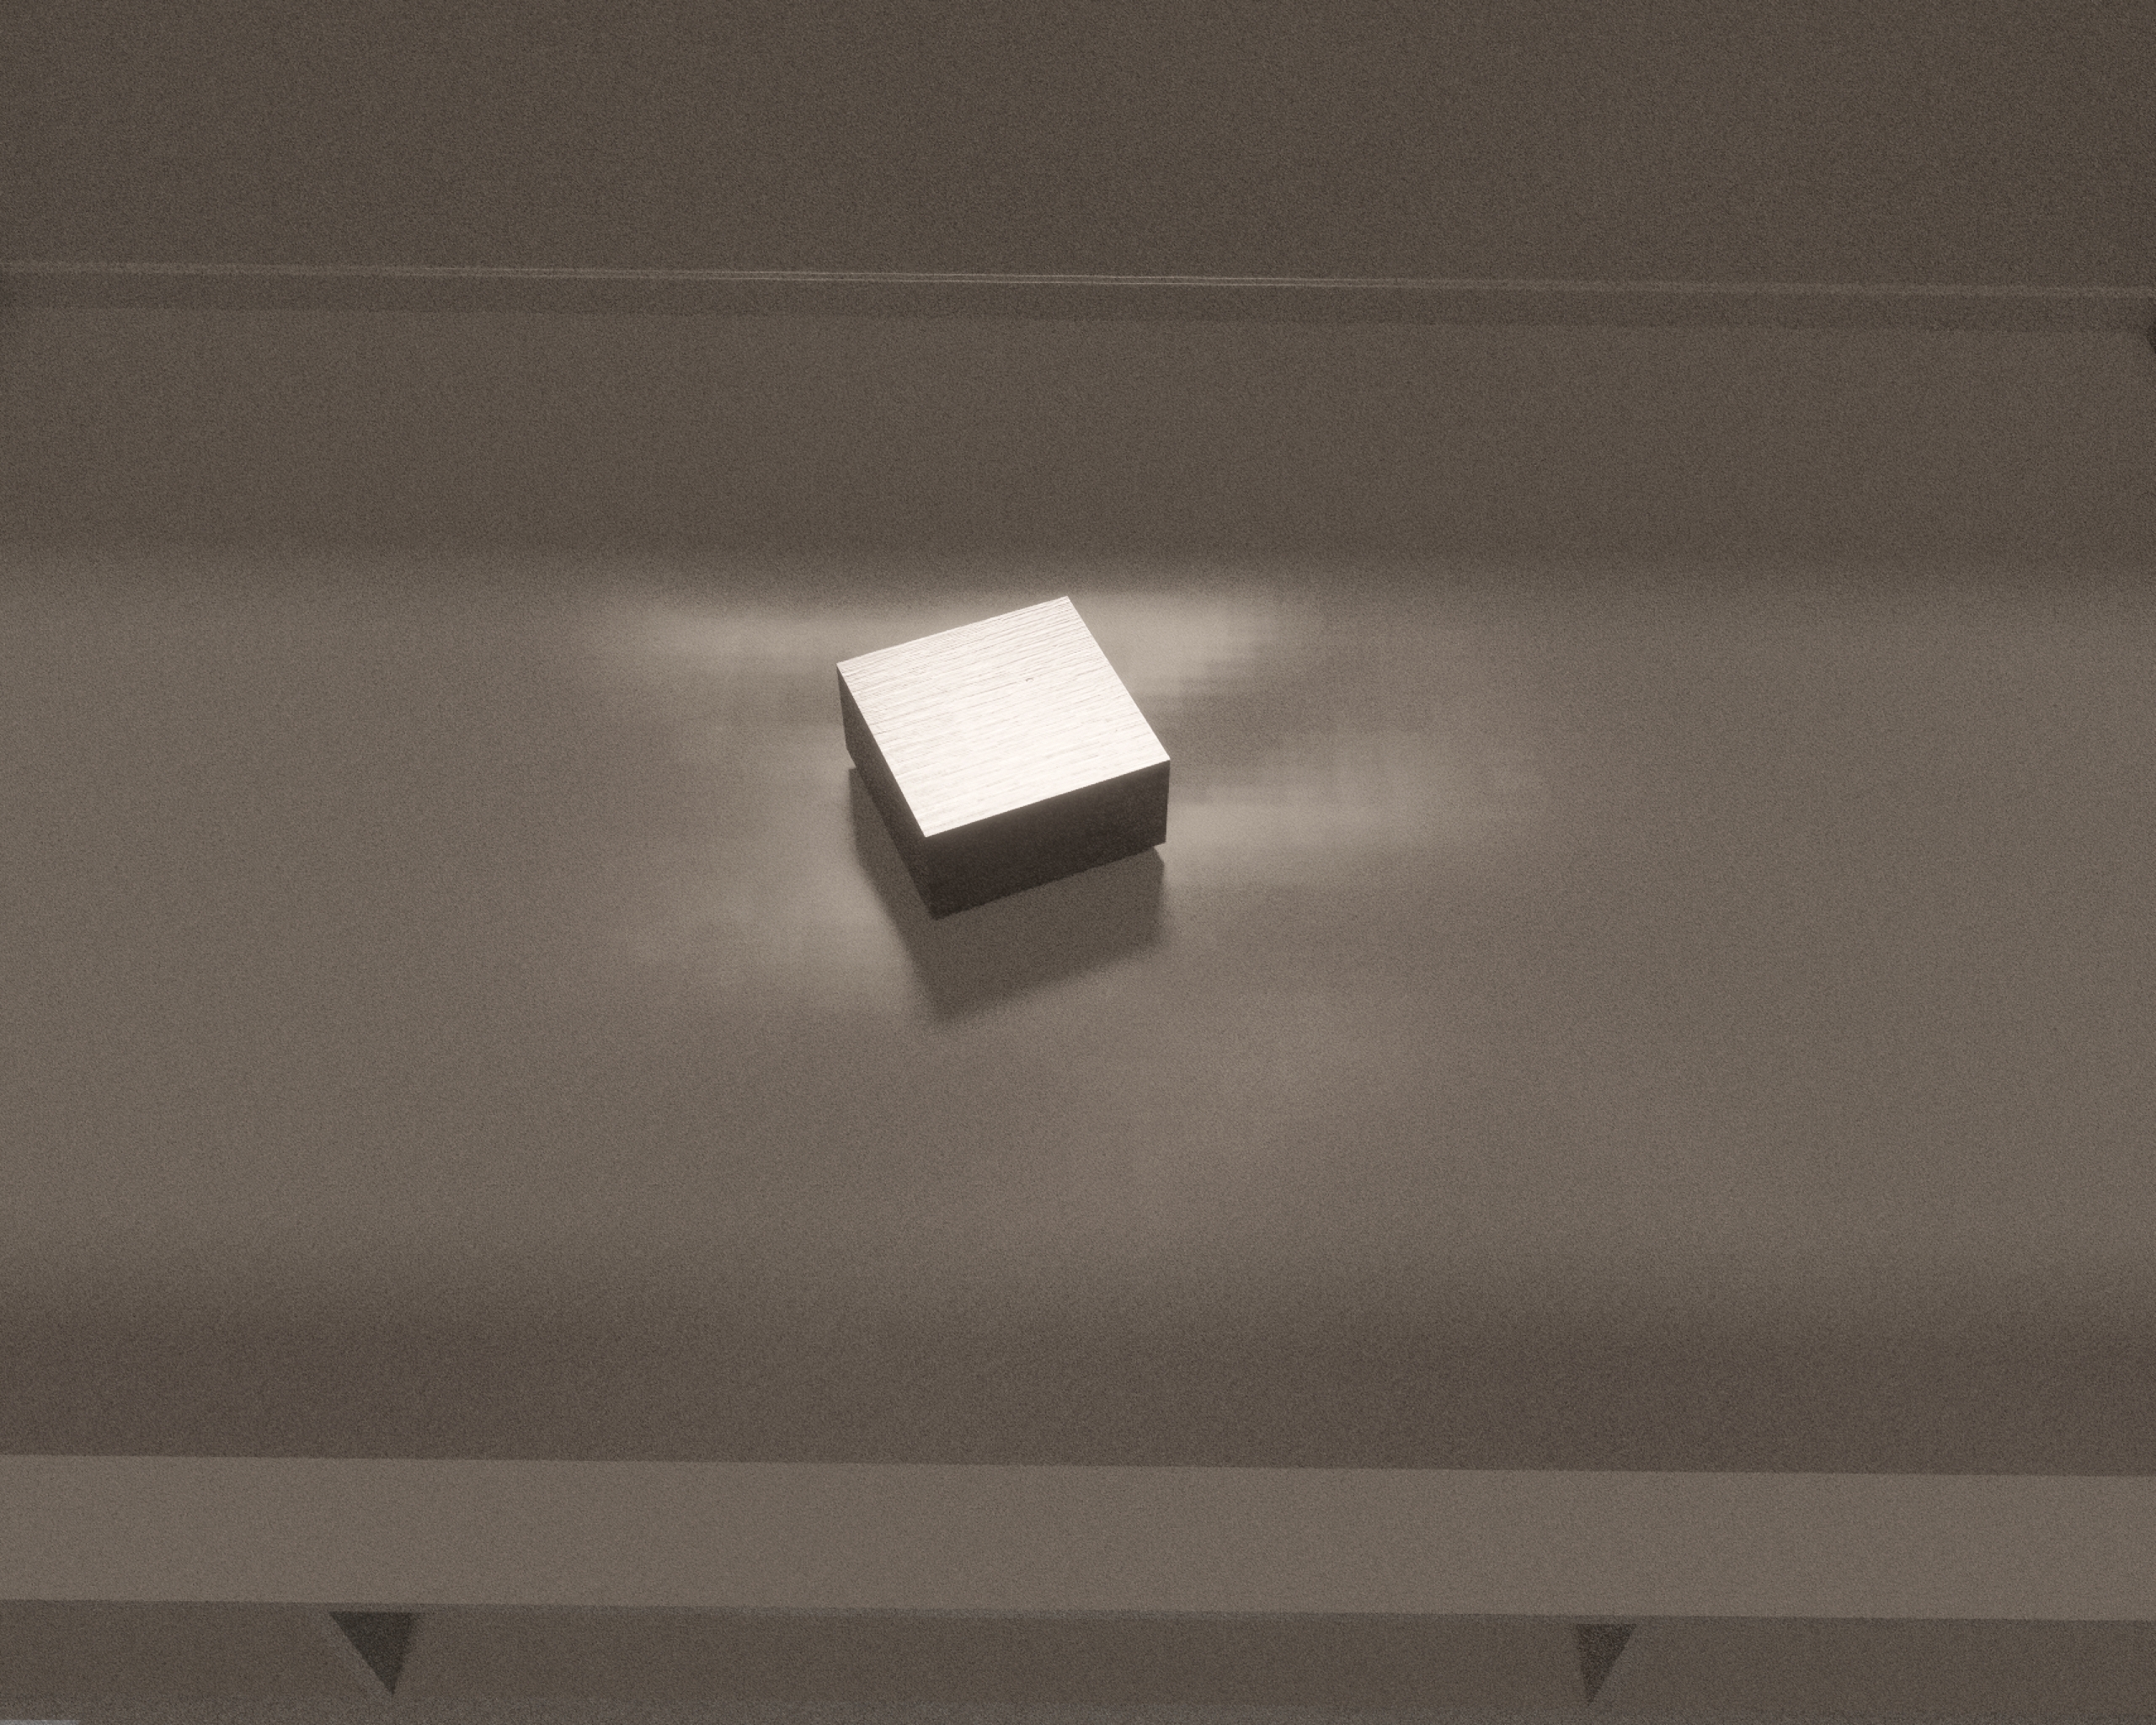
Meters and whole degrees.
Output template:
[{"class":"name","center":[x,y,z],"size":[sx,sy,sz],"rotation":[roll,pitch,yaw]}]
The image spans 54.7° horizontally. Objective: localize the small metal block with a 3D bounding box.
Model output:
[{"class":"small metal block","center":[-0.015,-0.022,0.419],"size":[0.050,0.025,0.050],"rotation":[-18,53,-15]}]
